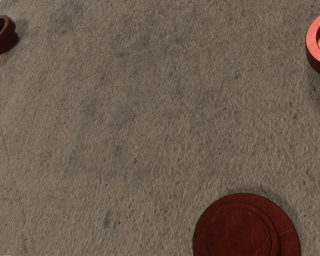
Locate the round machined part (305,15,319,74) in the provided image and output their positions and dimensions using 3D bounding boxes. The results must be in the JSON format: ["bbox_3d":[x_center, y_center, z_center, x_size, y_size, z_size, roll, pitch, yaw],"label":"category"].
[{"bbox_3d":[0.213,-0.088,0.336,0.098,0.042,0.098,-13,56,20],"label":"round machined part"}]

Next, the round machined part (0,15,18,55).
[{"bbox_3d":[-0.369,-0.208,0.710,0.098,0.042,0.098,-13,56,20],"label":"round machined part"}]

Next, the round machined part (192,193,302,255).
[{"bbox_3d":[0.076,0.107,0.287,0.098,0.042,0.098,-13,56,20],"label":"round machined part"}]
